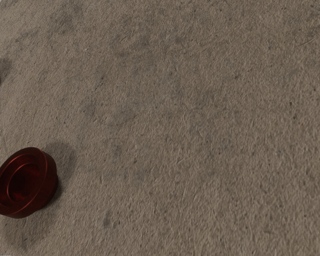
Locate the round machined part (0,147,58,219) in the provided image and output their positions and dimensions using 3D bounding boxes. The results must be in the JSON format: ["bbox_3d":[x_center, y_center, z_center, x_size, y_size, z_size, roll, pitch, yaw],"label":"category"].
[{"bbox_3d":[-0.186,0.080,0.439,0.098,0.042,0.098,-13,56,20],"label":"round machined part"}]
